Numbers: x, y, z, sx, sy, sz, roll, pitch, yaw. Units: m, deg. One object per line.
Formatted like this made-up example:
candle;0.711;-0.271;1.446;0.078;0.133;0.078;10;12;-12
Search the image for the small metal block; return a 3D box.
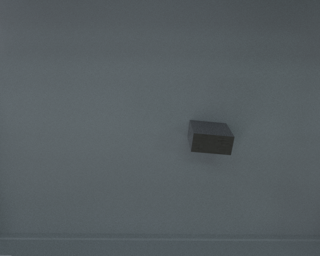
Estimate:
small metal block;0.064;0.011;0.403;0.050;0.050;0.025;5;110;-2
